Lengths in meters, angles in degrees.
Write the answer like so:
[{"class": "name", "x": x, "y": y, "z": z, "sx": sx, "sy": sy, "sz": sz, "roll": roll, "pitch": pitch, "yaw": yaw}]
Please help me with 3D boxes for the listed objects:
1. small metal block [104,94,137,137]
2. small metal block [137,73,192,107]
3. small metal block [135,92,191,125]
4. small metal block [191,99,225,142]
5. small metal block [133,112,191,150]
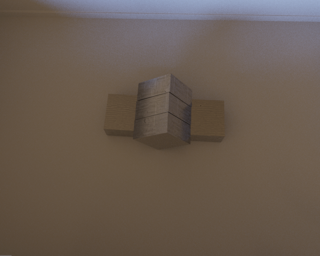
[{"class": "small metal block", "x": -0.045, "y": -0.016, "z": 0.413, "sx": 0.050, "sy": 0.025, "sz": 0.050, "roll": 4, "pitch": 70, "yaw": 1}, {"class": "small metal block", "x": 0.007, "y": -0.042, "z": 0.399, "sx": 0.050, "sy": 0.050, "sz": 0.025, "roll": -11, "pitch": 65, "yaw": 35}, {"class": "small metal block", "x": 0.005, "y": -0.018, "z": 0.391, "sx": 0.050, "sy": 0.050, "sz": 0.025, "roll": -12, "pitch": 65, "yaw": 34}, {"class": "small metal block", "x": 0.058, "y": -0.010, "z": 0.413, "sx": 0.050, "sy": 0.025, "sz": 0.050, "roll": 3, "pitch": 70, "yaw": 0}, {"class": "small metal block", "x": 0.003, "y": 0.005, "z": 0.382, "sx": 0.050, "sy": 0.050, "sz": 0.025, "roll": -12, "pitch": 65, "yaw": 34}]
